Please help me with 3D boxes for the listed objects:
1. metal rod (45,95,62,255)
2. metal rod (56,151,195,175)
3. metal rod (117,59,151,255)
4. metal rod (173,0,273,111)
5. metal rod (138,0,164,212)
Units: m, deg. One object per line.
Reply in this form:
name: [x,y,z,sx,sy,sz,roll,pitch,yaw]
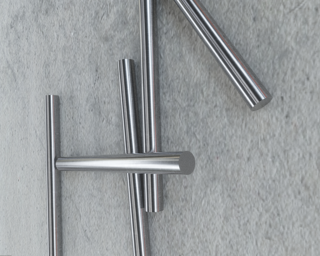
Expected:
metal rod: [-0.193,0.090,0.560,0.025,0.025,0.298,-3,88,39]
metal rod: [-0.071,0.050,0.432,0.299,0.025,0.025,-8,85,48]
metal rod: [-0.035,0.053,0.431,0.025,0.025,0.298,-9,84,39]
metal rod: [0.037,-0.146,0.372,0.025,0.025,0.299,-43,65,31]
metal rod: [-0.012,-0.041,0.413,0.025,0.025,0.298,-3,88,39]
